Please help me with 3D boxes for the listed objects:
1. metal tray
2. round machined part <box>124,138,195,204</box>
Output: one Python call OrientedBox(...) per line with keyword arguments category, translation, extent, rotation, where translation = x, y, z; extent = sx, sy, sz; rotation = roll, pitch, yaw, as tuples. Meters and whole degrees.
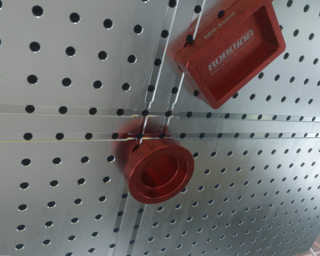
OrientedBox(category="metal tray", translation=(0.094, -0.097, 0.401), extent=(0.130, 0.030, 0.090), rotation=(-41, 130, 0))
OrientedBox(category="round machined part", translation=(-0.005, 0.055, 0.433), extent=(0.099, 0.042, 0.097), rotation=(-14, 125, -21))
